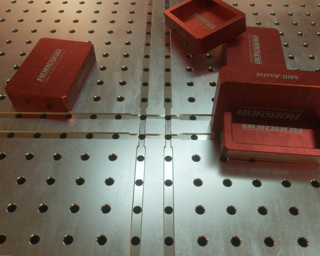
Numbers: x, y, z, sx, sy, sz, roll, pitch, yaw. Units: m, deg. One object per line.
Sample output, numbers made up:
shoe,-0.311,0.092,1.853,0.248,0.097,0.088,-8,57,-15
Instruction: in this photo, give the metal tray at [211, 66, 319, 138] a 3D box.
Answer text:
metal tray,0.136,-0.030,0.390,0.131,0.089,0.030,4,47,3

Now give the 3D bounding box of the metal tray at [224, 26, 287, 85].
metal tray,0.151,-0.117,0.505,0.091,0.030,0.130,6,50,4

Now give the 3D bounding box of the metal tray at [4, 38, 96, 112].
metal tray,-0.162,-0.085,0.474,0.090,0.030,0.130,8,50,6

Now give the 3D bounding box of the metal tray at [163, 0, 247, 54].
metal tray,0.074,-0.185,0.535,0.090,0.030,0.130,-29,46,-6

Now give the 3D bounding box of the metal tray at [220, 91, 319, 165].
metal tray,0.144,-0.004,0.395,0.131,0.030,0.090,4,64,2
